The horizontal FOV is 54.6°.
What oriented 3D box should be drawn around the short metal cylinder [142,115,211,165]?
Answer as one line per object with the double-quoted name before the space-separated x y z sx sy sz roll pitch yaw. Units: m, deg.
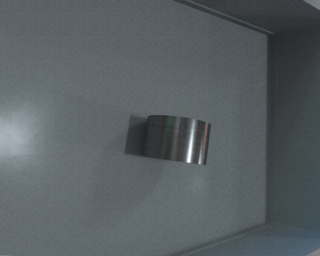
"short metal cylinder" 0.021 0.016 0.387 0.081 0.080 0.050 13 82 -39
